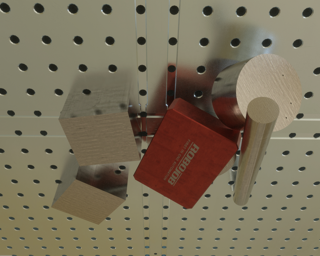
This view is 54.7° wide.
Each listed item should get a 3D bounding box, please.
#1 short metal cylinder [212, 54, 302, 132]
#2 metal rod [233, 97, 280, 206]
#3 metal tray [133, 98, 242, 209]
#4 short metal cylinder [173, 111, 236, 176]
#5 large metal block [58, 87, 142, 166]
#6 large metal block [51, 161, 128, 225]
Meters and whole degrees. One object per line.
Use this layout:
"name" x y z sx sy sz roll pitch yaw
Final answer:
"short metal cylinder" 0.104 -0.036 0.338 0.081 0.050 0.080 0 90 -19
"metal rod" 0.109 0.051 0.382 0.025 0.025 0.299 -8 153 7
"metal tray" 0.030 0.037 0.391 0.090 0.030 0.129 29 127 2
"short metal cylinder" 0.057 0.023 0.415 0.080 0.050 0.079 0 130 0
"large metal block" -0.070 0.000 0.394 0.080 0.050 0.080 -6 130 5
"large metal block" -0.106 0.096 0.476 0.080 0.050 0.080 29 124 -23
